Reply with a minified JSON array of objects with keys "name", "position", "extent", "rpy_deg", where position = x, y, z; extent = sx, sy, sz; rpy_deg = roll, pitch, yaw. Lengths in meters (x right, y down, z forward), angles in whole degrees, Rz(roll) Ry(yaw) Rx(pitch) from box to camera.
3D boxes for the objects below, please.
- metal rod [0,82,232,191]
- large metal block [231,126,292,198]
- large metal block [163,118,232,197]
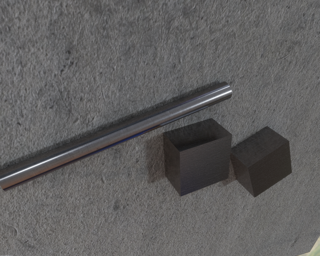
[{"name":"metal rod","position":[-0.043,0.004,0.386],"extent":[0.302,0.025,0.025],"rpy_deg":[-23,127,-15]},{"name":"large metal block","position":[0.170,0.057,0.522],"extent":[0.080,0.050,0.080],"rpy_deg":[-31,129,-9]},{"name":"large metal block","position":[0.053,0.041,0.447],"extent":[0.081,0.050,0.079],"rpy_deg":[-17,125,-19]}]
